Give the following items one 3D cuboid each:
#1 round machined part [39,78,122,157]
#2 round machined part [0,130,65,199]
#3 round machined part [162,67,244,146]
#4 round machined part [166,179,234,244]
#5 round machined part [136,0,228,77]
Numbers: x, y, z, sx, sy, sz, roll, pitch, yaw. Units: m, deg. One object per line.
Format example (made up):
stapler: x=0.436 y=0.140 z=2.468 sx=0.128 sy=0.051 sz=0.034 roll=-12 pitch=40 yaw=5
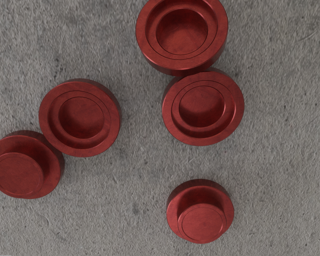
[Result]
round machined part: x=-0.097 y=-0.015 z=0.394 sx=0.099 sy=0.042 sz=0.097 roll=0 pitch=110 yaw=0
round machined part: x=-0.184 y=0.056 z=0.419 sx=0.099 sy=0.042 sz=0.097 roll=0 pitch=110 yaw=0
round machined part: x=0.051 y=-0.029 z=0.386 sx=0.099 sy=0.042 sz=0.097 roll=-1 pitch=117 yaw=-2
round machined part: x=0.059 y=0.127 z=0.448 sx=0.099 sy=0.042 sz=0.097 roll=0 pitch=110 yaw=0
round machined part: x=0.025 y=-0.103 z=0.347 sx=0.098 sy=0.042 sz=0.098 roll=-2 pitch=78 yaw=8
